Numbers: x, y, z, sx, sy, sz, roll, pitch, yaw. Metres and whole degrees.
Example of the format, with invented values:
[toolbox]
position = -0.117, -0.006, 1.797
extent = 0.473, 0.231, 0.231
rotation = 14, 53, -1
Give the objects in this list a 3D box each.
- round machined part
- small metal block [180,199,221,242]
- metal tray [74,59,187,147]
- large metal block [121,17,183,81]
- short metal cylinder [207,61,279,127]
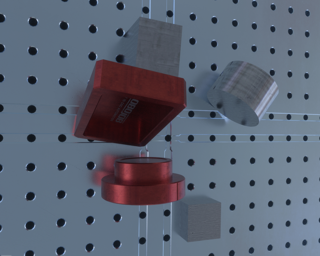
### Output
[round machined part]
position = -0.019, 0.058, 0.367
extent = 0.099, 0.098, 0.042
rotation = 0, 91, -20
[small metal block]
position = 0.057, 0.128, 0.434
extent = 0.050, 0.025, 0.050
rotation = 1, 90, -20
[metal tray]
position = -0.038, -0.019, 0.341
extent = 0.091, 0.129, 0.030
rotation = 10, 65, -20
[large metal block]
position = -0.015, -0.078, 0.378
extent = 0.050, 0.080, 0.080
rotation = 5, 88, -20
[short metal cylinder]
position = 0.112, -0.046, 0.424
extent = 0.080, 0.080, 0.050
rotation = 40, 78, -16
